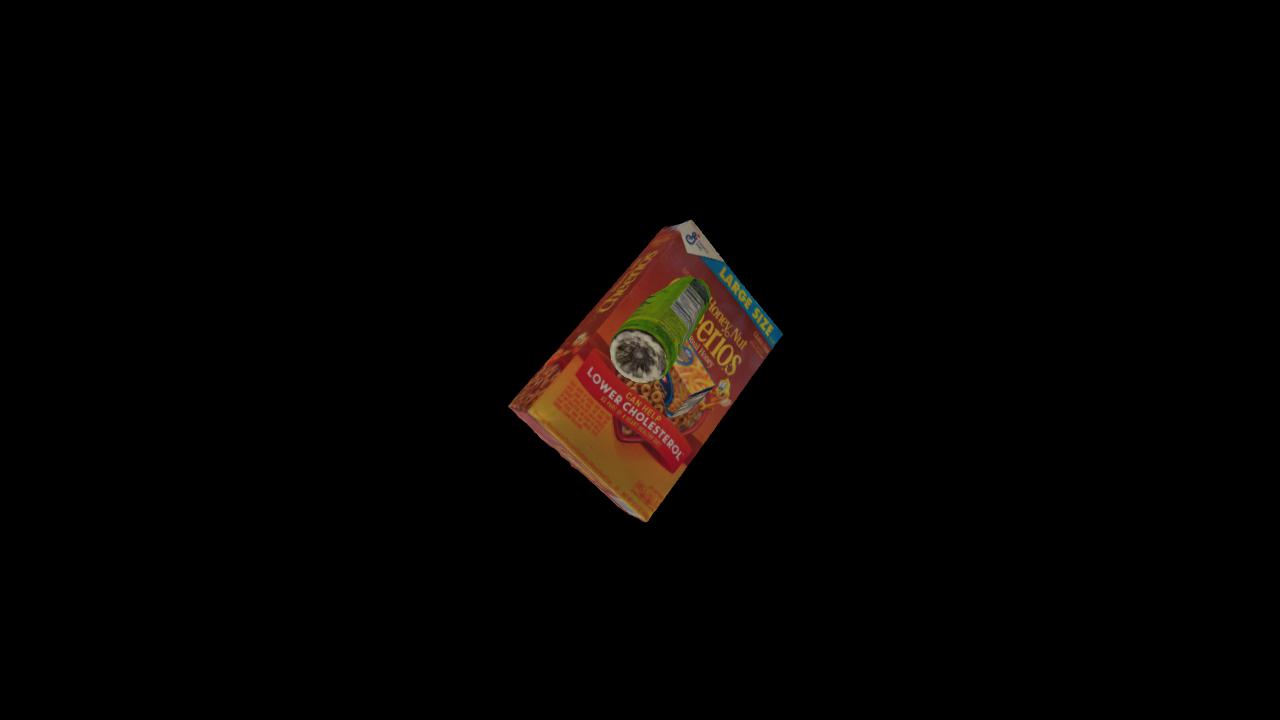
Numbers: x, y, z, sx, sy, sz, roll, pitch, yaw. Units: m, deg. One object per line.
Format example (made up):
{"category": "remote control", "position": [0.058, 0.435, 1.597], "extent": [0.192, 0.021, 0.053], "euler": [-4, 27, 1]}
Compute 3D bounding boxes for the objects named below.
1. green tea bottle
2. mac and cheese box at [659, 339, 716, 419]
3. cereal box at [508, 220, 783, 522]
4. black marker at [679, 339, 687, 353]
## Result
{"category": "green tea bottle", "position": [0.038, -0.054, 0.713], "extent": [0.073, 0.073, 0.212], "euler": [0, 29, 28]}
{"category": "mac and cheese box", "position": [0.016, 0.040, 0.750], "extent": [0.041, 0.093, 0.184], "euler": [-17, -22, -31]}
{"category": "cereal box", "position": [0.020, 0.008, 0.743], "extent": [0.203, 0.306, 0.081], "euler": [48, -20, -23]}
{"category": "black marker", "position": [-0.067, 0.002, 0.729], "extent": [0.020, 0.020, 0.121], "euler": [0, -16, -32]}
